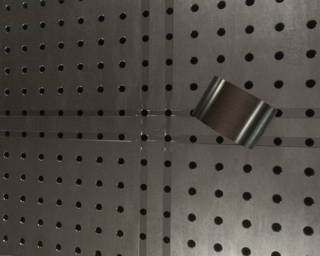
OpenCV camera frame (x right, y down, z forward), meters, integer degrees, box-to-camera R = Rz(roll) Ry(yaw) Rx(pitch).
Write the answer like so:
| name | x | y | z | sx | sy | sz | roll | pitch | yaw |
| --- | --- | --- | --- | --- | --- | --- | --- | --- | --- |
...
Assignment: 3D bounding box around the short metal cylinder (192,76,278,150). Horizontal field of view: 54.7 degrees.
| name | x | y | z | sx | sy | sz | roll | pitch | yaw |
| --- | --- | --- | --- | --- | --- | --- | --- | --- | --- |
| short metal cylinder | 0.084 | -0.018 | 0.353 | 0.080 | 0.080 | 0.050 | 33 | 101 | 16 |
